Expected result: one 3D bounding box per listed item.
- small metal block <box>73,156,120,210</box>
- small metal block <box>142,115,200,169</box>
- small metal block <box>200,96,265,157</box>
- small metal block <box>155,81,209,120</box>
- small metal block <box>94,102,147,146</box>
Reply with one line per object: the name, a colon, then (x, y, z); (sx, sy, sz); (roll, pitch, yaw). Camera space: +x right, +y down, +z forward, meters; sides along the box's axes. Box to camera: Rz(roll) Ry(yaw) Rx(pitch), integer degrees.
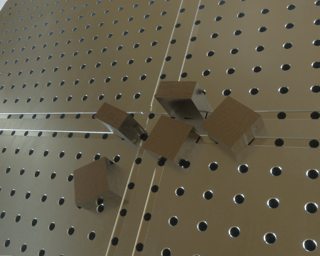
small metal block: (-0.084, 0.073, 0.409); (0.050, 0.025, 0.050); (-25, 53, 13)
small metal block: (0.014, 0.016, 0.392); (0.050, 0.025, 0.050); (21, 73, 36)
small metal block: (0.085, -0.003, 0.366); (0.050, 0.025, 0.050); (-46, 51, -4)
small metal block: (0.030, -0.035, 0.399); (0.050, 0.050, 0.025); (6, 65, 31)
small metal block: (-0.054, -0.005, 0.425); (0.050, 0.050, 0.025); (26, 76, 37)
